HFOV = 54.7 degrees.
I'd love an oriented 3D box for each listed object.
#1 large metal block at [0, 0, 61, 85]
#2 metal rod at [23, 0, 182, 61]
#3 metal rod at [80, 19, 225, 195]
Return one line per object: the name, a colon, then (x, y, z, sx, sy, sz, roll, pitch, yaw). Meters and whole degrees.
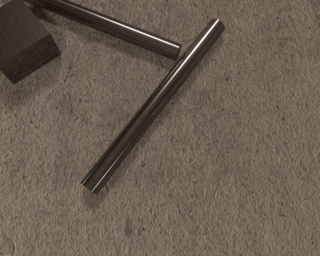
large metal block: (-0.203, -0.123, 0.437, 0.080, 0.050, 0.080, -38, 75, -13)
metal rod: (-0.111, -0.168, 0.468, 0.301, 0.025, 0.025, 23, 72, 8)
metal rod: (-0.001, -0.040, 0.422, 0.025, 0.025, 0.300, 34, 73, 11)
